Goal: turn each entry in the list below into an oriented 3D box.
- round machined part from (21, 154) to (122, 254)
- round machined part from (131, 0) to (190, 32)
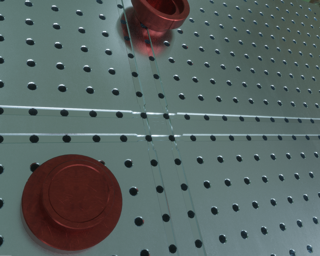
[{"bbox_3d":[-0.084,0.070,0.309,0.099,0.042,0.098,13,56,-21],"label":"round machined part"},{"bbox_3d":[-0.003,-0.201,0.518,0.099,0.042,0.098,13,56,-21],"label":"round machined part"}]
